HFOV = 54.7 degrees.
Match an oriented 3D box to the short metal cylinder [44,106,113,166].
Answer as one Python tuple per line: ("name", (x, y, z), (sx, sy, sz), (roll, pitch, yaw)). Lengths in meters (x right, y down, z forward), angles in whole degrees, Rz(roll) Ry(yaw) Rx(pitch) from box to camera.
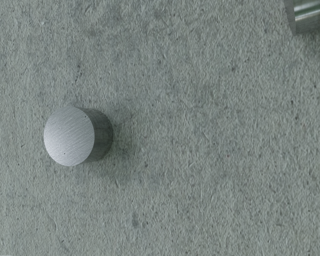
("short metal cylinder", (-0.113, 0.011, 0.436), (0.080, 0.050, 0.080), (0, 90, 20))

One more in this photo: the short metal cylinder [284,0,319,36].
("short metal cylinder", (0.160, -0.143, 0.323), (0.050, 0.080, 0.080), (-12, 86, 20))
